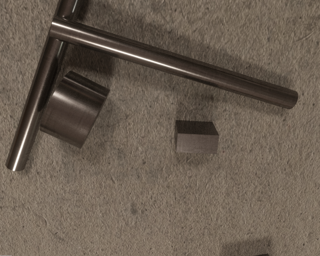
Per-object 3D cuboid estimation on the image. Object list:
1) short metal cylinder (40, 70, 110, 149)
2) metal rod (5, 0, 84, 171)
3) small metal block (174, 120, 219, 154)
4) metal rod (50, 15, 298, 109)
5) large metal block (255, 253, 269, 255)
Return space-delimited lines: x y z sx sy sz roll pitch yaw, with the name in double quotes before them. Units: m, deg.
"short metal cylinder" -0.100 -0.022 0.371 0.050 0.080 0.080 26 108 -10
"metal rod" -0.136 -0.075 0.380 0.025 0.025 0.298 23 108 -9
"small metal block" 0.046 0.011 0.401 0.050 0.050 0.025 3 110 -2
"metal rod" 0.027 -0.073 0.369 0.302 0.025 0.025 15 110 -12
"large metal block" 0.143 0.256 0.493 0.080 0.050 0.079 -11 110 3
